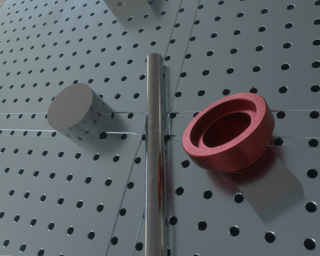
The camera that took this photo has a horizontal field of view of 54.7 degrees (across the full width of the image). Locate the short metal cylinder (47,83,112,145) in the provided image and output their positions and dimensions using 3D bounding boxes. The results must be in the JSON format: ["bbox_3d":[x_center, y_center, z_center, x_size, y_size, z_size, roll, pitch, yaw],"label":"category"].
[{"bbox_3d":[-0.121,-0.021,0.469,0.080,0.050,0.080,-13,56,21],"label":"short metal cylinder"}]

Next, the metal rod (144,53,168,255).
[{"bbox_3d":[-0.006,0.020,0.398,0.025,0.025,0.299,-14,56,20],"label":"metal rod"}]

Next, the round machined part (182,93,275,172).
[{"bbox_3d":[0.077,0.009,0.336,0.098,0.042,0.098,-29,27,17],"label":"round machined part"}]

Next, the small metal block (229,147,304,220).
[{"bbox_3d":[0.108,0.056,0.317,0.050,0.025,0.050,-35,51,5],"label":"small metal block"}]

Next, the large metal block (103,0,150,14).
[{"bbox_3d":[-0.061,-0.276,0.594,0.080,0.050,0.080,-5,59,25],"label":"large metal block"}]
